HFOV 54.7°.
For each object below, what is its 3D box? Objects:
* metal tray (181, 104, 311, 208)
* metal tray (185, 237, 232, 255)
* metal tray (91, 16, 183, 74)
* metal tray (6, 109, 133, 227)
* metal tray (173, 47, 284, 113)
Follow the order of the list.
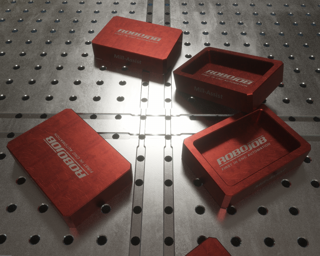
[{"bbox_3d":[0.104,0.028,0.381,0.131,0.030,0.090,-25,54,-20],"label":"metal tray"},{"bbox_3d":[0.025,0.169,0.263,0.131,0.030,0.090,-29,56,-23],"label":"metal tray"},{"bbox_3d":[-0.036,-0.143,0.524,0.131,0.030,0.090,16,52,12],"label":"metal tray"},{"bbox_3d":[-0.107,0.040,0.369,0.091,0.030,0.130,-36,59,-27],"label":"metal tray"},{"bbox_3d":[0.096,-0.074,0.445,0.130,0.030,0.090,24,52,37],"label":"metal tray"}]
